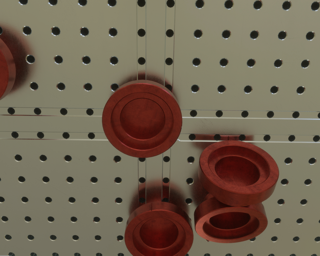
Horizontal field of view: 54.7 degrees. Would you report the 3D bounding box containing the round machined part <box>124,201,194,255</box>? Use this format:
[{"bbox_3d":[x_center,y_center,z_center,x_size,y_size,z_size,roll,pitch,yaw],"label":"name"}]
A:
[{"bbox_3d":[-0.001,0.150,0.460,0.099,0.042,0.097,0,110,-1],"label":"round machined part"}]

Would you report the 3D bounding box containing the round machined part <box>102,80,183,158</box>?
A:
[{"bbox_3d":[-0.022,-0.014,0.399,0.099,0.042,0.097,0,110,-1],"label":"round machined part"}]

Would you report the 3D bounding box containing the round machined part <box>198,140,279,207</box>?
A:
[{"bbox_3d":[0.098,0.062,0.401,0.099,0.098,0.042,1,126,-1],"label":"round machined part"}]

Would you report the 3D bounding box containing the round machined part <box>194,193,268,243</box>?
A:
[{"bbox_3d":[0.097,0.120,0.438,0.099,0.042,0.097,0,134,1],"label":"round machined part"}]

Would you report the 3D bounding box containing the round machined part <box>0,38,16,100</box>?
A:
[{"bbox_3d":[-0.224,-0.075,0.373,0.099,0.042,0.097,0,110,-1],"label":"round machined part"}]
